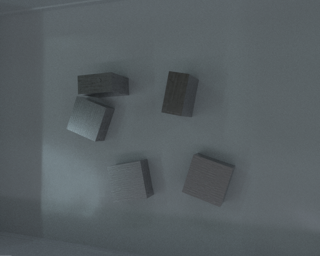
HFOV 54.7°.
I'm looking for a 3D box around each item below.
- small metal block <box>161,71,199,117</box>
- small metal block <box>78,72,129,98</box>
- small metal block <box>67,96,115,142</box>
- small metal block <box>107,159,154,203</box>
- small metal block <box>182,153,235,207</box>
[{"bbox_3d":[0.026,-0.041,0.388,0.025,0.050,0.050,12,94,20],"label":"small metal block"},{"bbox_3d":[-0.076,-0.058,0.424,0.050,0.050,0.025,-2,90,20],"label":"small metal block"},{"bbox_3d":[-0.099,-0.013,0.446,0.050,0.025,0.050,22,97,18],"label":"small metal block"},{"bbox_3d":[-0.040,0.072,0.425,0.050,0.025,0.050,-12,86,19],"label":"small metal block"},{"bbox_3d":[0.061,0.064,0.389,0.050,0.025,0.050,19,96,19],"label":"small metal block"}]
